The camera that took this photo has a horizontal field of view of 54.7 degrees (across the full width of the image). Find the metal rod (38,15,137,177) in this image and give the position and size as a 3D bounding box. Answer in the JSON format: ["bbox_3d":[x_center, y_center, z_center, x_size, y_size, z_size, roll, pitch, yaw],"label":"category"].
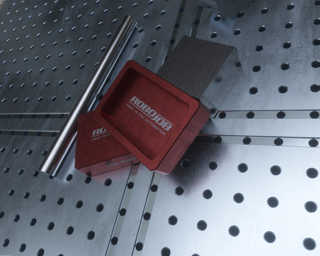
[{"bbox_3d":[-0.110,-0.063,0.504,0.025,0.025,0.300,11,67,33],"label":"metal rod"}]

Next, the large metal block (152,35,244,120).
[{"bbox_3d":[0.050,-0.068,0.408,0.080,0.050,0.080,26,76,37],"label":"large metal block"}]

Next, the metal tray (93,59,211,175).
[{"bbox_3d":[-0.015,-0.017,0.371,0.130,0.030,0.090,38,96,36],"label":"metal tray"}]

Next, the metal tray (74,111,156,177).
[{"bbox_3d":[-0.053,0.007,0.429,0.130,0.030,0.090,-18,55,17],"label":"metal tray"}]

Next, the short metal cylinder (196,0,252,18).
[{"bbox_3d":[0.095,-0.208,0.451,0.080,0.080,0.050,-44,51,-3],"label":"short metal cylinder"}]
